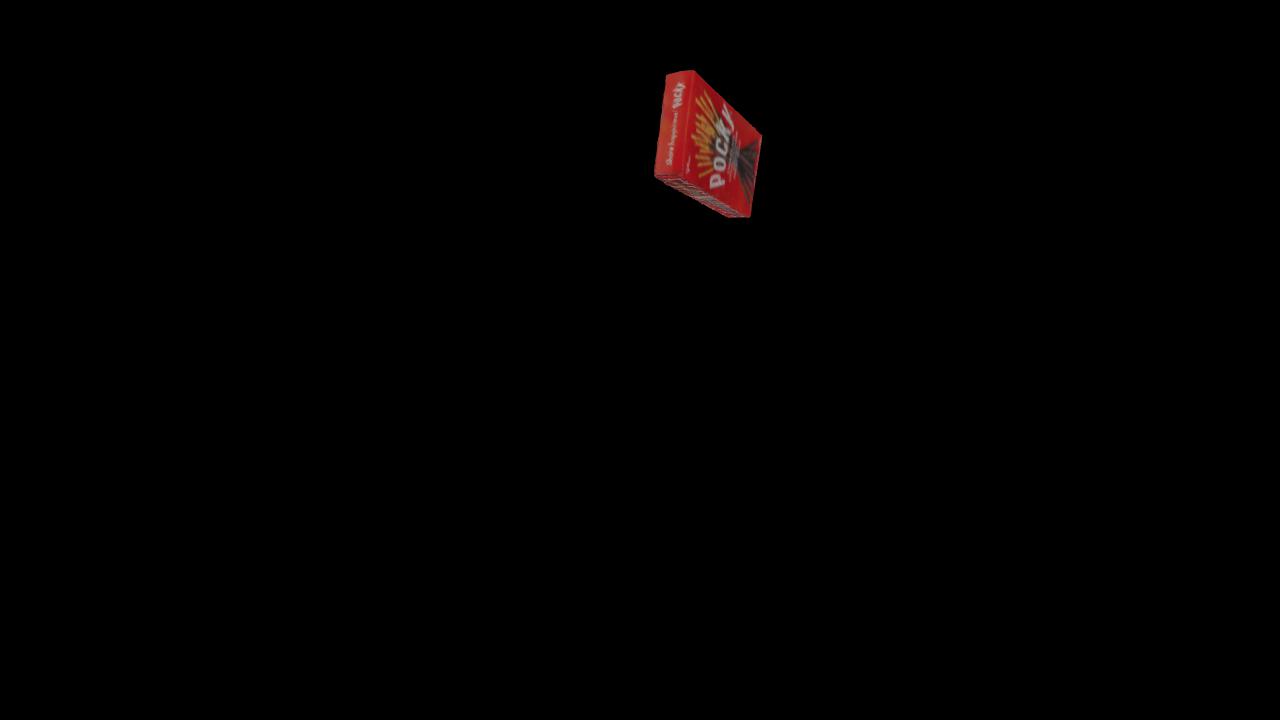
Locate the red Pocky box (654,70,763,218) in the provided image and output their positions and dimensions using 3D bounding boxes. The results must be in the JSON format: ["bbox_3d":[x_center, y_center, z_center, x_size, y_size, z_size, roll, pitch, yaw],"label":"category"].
[{"bbox_3d":[0.064,-0.180,0.536,0.028,0.083,0.155,11,5,30],"label":"red Pocky box"}]
